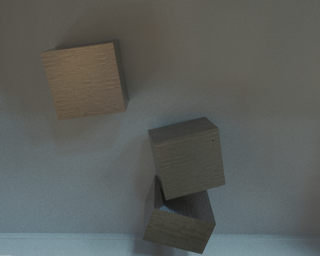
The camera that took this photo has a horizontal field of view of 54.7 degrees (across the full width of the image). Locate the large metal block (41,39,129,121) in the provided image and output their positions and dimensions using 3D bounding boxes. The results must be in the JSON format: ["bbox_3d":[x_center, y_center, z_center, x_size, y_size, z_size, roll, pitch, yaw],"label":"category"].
[{"bbox_3d":[-0.086,-0.059,0.375,0.080,0.050,0.079,-7,110,2],"label":"large metal block"}]

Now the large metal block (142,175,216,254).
[{"bbox_3d":[0.024,0.116,0.425,0.080,0.080,0.050,16,109,-6],"label":"large metal block"}]

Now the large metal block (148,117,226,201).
[{"bbox_3d":[0.034,0.038,0.405,0.081,0.050,0.079,-13,110,-7],"label":"large metal block"}]
